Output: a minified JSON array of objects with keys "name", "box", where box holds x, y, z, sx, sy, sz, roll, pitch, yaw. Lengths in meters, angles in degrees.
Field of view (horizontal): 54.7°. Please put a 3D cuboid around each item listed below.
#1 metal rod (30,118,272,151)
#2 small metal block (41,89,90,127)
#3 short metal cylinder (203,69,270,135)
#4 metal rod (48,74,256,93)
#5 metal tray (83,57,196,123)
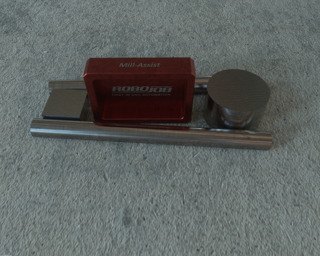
[{"name":"metal rod","box":[-0.013,0.008,0.398,0.302,0.025,0.025,3,50,2]},{"name":"small metal block","box":[-0.127,-0.027,0.427,0.050,0.025,0.050,3,50,3]},{"name":"short metal cylinder","box":[0.101,-0.034,0.417,0.081,0.050,0.080,0,50,0]},{"name":"metal rod","box":[-0.008,-0.062,0.457,0.302,0.025,0.025,-2,50,-2]},{"name":"metal tray","box":[-0.024,-0.046,0.399,0.131,0.090,0.030,0,50,0]}]
